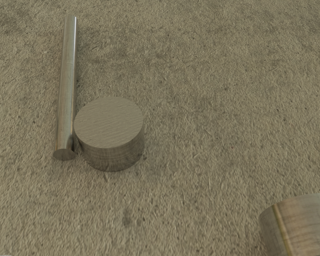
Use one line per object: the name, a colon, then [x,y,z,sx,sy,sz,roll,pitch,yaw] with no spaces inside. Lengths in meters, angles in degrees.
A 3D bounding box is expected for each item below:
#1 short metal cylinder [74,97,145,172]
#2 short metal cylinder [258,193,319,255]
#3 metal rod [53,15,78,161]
short metal cylinder: [-0.060,0.007,0.381,0.081,0.050,0.080,0,50,0]
short metal cylinder: [0.138,0.101,0.284,0.081,0.080,0.050,-3,50,-3]
metal rod: [-0.139,-0.081,0.470,0.025,0.025,0.300,-7,50,-6]
